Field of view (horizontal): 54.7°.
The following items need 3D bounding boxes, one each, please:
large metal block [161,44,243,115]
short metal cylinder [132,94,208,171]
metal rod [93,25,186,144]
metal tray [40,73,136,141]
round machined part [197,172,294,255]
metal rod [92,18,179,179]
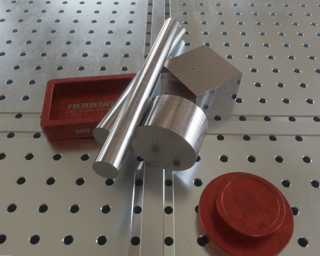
[{"bbox_3d":[0.057,-0.068,0.449,0.081,0.050,0.080,-27,56,-22],"label":"large metal block"},{"bbox_3d":[0.011,0.007,0.366,0.080,0.080,0.050,16,52,13],"label":"short metal cylinder"},{"bbox_3d":[-0.014,-0.081,0.443,0.025,0.025,0.301,15,42,12],"label":"metal rod"},{"bbox_3d":[-0.090,-0.032,0.429,0.131,0.030,0.090,-5,50,-5],"label":"metal tray"},{"bbox_3d":[0.090,0.087,0.324,0.099,0.042,0.098,0,50,0],"label":"round machined part"},{"bbox_3d":[-0.015,-0.063,0.387,0.025,0.025,0.301,11,45,8],"label":"metal rod"}]
